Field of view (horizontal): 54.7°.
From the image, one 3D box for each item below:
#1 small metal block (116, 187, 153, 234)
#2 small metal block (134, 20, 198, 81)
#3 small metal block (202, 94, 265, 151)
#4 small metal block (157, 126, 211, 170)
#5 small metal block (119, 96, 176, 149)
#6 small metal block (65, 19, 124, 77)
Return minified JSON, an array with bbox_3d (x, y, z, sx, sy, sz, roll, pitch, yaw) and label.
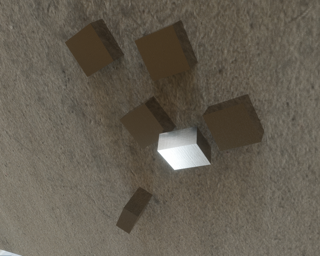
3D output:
[{"bbox_3d":[-0.041,0.130,0.491,0.025,0.050,0.050,31,128,8],"label":"small metal block"},{"bbox_3d":[0.007,-0.086,0.349,0.050,0.025,0.050,-13,112,33],"label":"small metal block"},{"bbox_3d":[0.085,-0.005,0.358,0.050,0.025,0.050,-18,110,34],"label":"small metal block"},{"bbox_3d":[0.032,0.027,0.388,0.050,0.025,0.050,-12,140,24],"label":"small metal block"},{"bbox_3d":[-0.016,-0.007,0.410,0.050,0.025,0.050,-29,103,37],"label":"small metal block"},{"bbox_3d":[-0.082,-0.099,0.387,0.050,0.025,0.050,-21,107,35],"label":"small metal block"}]
